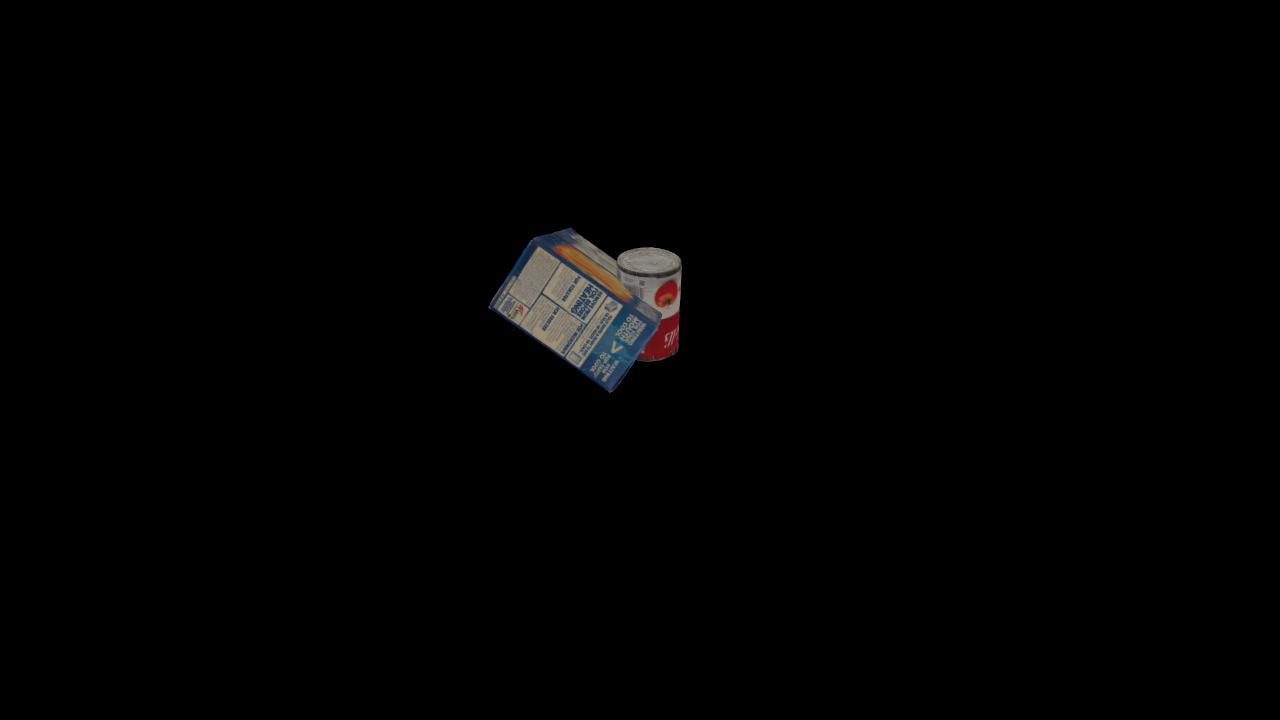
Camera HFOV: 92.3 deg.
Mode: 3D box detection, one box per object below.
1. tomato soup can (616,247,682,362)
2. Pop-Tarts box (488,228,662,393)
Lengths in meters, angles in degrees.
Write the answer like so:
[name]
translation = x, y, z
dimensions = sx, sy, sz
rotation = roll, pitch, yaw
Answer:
[tomato soup can]
translation = 0.009, -0.059, 0.639
dimensions = 0.068, 0.101, 0.068
rotation = 0, 32, 0
[Pop-Tarts box]
translation = -0.054, -0.060, 0.637
dimensions = 0.141, 0.083, 0.167
rotation = 35, 16, -5
